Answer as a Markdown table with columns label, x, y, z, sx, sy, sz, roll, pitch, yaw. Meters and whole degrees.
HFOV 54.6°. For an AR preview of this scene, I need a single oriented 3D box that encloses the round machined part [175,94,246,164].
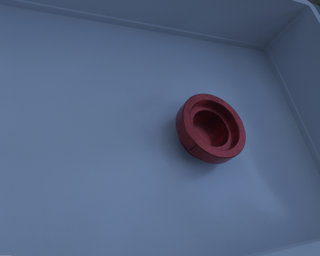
| label | x | y | z | sx | sy | sz | roll | pitch | yaw |
| --- | --- | --- | --- | --- | --- | --- | --- | --- | --- |
| round machined part | 0.065 | 0.005 | 0.426 | 0.099 | 0.042 | 0.098 | 13 | 56 | -21 |
